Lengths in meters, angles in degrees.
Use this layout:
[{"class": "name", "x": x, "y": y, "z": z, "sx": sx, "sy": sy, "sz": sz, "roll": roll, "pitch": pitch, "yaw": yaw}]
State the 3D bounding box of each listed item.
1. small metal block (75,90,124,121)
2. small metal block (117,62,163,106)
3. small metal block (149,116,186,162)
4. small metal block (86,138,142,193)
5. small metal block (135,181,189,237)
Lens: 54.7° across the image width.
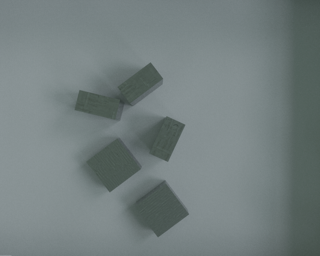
[{"class": "small metal block", "x": -0.076, "y": -0.028, "z": 0.398, "sx": 0.050, "sy": 0.050, "sz": 0.025, "roll": 14, "pitch": 90, "yaw": -1}, {"class": "small metal block", "x": -0.024, "y": -0.055, "z": 0.399, "sx": 0.050, "sy": 0.050, "sz": 0.025, "roll": -37, "pitch": 90, "yaw": 0}, {"class": "small metal block", "x": 0.009, "y": 0.013, "z": 0.399, "sx": 0.025, "sy": 0.050, "sz": 0.050, "roll": 25, "pitch": 90, "yaw": 0}, {"class": "small metal block", "x": -0.060, "y": 0.048, "z": 0.411, "sx": 0.050, "sy": 0.025, "sz": 0.050, "roll": -37, "pitch": 90, "yaw": 0}, {"class": "small metal block", "x": 0.002, "y": 0.106, "z": 0.412, "sx": 0.050, "sy": 0.025, "sz": 0.050, "roll": -37, "pitch": 90, "yaw": 0}]
